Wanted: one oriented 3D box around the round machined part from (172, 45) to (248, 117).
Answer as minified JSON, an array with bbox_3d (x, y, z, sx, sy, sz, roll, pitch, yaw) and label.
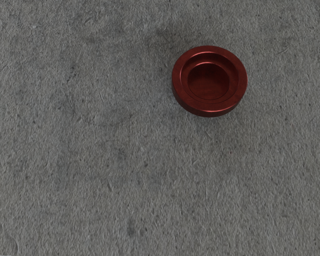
[{"bbox_3d":[0.065,-0.059,0.421,0.099,0.042,0.098,0,70,0],"label":"round machined part"}]
